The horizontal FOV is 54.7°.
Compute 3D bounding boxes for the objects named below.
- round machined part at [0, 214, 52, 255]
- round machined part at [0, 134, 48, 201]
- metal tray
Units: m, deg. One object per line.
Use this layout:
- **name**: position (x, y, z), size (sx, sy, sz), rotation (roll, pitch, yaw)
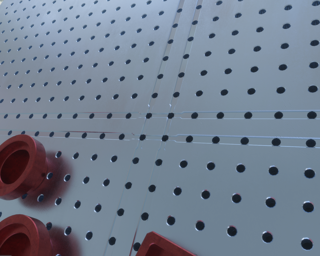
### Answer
- **round machined part**: position (-0.177, 0.162, 0.388), size (0.098, 0.042, 0.098), rotation (-13, 56, 20)
- **round machined part**: position (-0.211, 0.062, 0.468), size (0.098, 0.042, 0.098), rotation (-13, 56, 20)
- **metal tray**: position (0.024, 0.167, 0.288), size (0.130, 0.030, 0.090), rotation (18, 71, 34)
